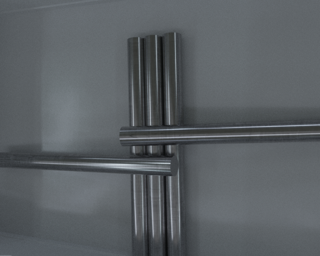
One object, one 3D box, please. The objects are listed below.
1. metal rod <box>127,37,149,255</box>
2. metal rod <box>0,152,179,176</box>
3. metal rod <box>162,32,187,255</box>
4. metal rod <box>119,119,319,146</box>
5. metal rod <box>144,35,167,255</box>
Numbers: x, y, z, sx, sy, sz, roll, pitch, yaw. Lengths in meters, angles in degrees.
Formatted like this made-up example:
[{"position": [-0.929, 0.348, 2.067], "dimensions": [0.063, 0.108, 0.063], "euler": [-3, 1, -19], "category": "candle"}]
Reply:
[{"position": [-0.028, 0.030, 0.418], "dimensions": [0.025, 0.025, 0.298], "euler": [-2, 89, 19], "category": "metal rod"}, {"position": [-0.119, 0.048, 0.432], "dimensions": [0.301, 0.025, 0.025], "euler": [-1, 90, 25], "category": "metal rod"}, {"position": [0.019, 0.028, 0.402], "dimensions": [0.025, 0.025, 0.298], "euler": [-2, 89, 19], "category": "metal rod"}, {"position": [0.100, 0.005, 0.355], "dimensions": [0.301, 0.025, 0.025], "euler": [-2, 89, 13], "category": "metal rod"}, {"position": [-0.005, 0.029, 0.410], "dimensions": [0.025, 0.025, 0.298], "euler": [-2, 89, 19], "category": "metal rod"}]
